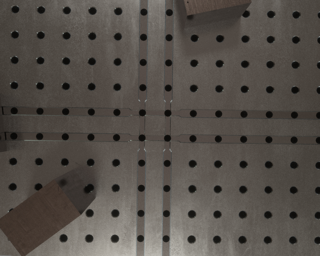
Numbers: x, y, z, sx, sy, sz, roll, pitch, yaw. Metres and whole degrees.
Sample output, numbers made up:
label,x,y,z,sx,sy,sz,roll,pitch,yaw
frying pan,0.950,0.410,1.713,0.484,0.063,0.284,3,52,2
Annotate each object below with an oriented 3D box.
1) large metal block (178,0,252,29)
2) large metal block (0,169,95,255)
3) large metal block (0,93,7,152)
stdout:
label,x,y,z,sx,sy,sz,roll,pitch,yaw
large metal block,0.064,-0.184,0.402,0.080,0.050,0.080,-12,90,-1
large metal block,-0.136,0.100,0.384,0.080,0.080,0.050,-36,90,0
large metal block,-0.254,-0.003,0.398,0.081,0.050,0.079,-6,90,-1
